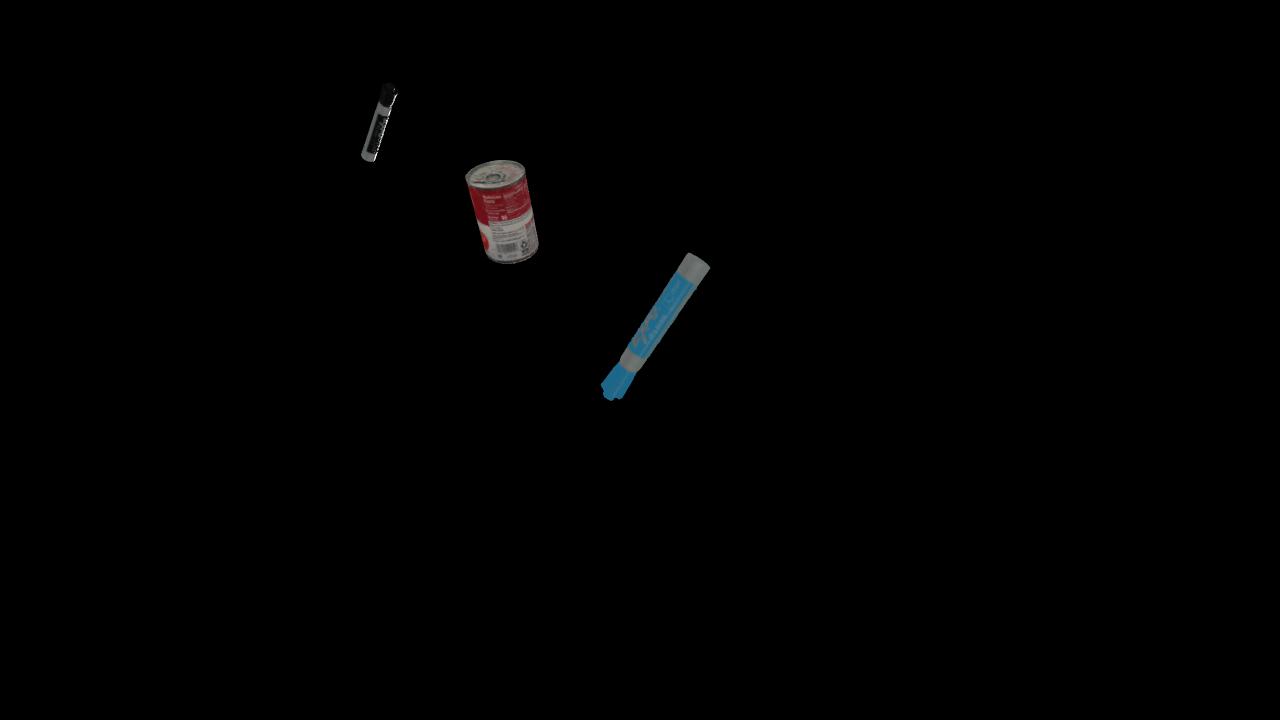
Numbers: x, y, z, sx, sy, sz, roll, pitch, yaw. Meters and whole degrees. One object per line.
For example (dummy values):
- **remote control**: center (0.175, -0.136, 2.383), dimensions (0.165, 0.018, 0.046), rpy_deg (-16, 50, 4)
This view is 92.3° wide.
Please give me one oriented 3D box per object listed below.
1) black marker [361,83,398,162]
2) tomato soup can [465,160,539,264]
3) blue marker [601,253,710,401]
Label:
- **black marker**: center (-0.341, -0.310, 0.804), dimensions (0.020, 0.020, 0.121), rpy_deg (0, -31, -39)
- **tomato soup can**: center (-0.159, -0.173, 0.724), dimensions (0.068, 0.101, 0.068), rpy_deg (-2, 44, 2)
- **blue marker**: center (0.008, -0.020, 0.436), dimensions (0.020, 0.121, 0.020), rpy_deg (31, 17, -11)
